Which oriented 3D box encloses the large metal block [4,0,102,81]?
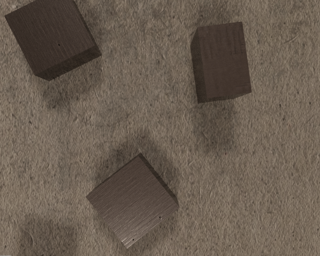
[{"bbox_3d":[-0.133,-0.117,0.396,0.080,0.050,0.080,-27,90,0],"label":"large metal block"}]

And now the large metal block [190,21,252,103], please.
[{"bbox_3d":[0.072,-0.076,0.383,0.050,0.080,0.080,-8,90,0],"label":"large metal block"}]

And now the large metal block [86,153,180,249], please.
[{"bbox_3d":[-0.033,0.089,0.397,0.080,0.050,0.080,-38,91,0],"label":"large metal block"}]
